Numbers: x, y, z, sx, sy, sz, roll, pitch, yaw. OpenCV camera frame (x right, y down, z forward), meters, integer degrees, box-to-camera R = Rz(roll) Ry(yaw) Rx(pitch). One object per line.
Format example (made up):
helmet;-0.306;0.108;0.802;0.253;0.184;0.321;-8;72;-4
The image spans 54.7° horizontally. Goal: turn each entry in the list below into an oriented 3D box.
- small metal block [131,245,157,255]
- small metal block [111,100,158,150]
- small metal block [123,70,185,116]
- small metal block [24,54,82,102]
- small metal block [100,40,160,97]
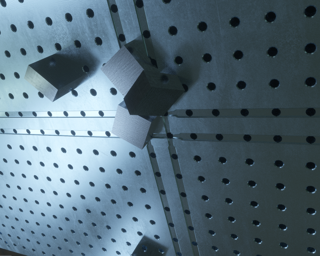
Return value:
small metal block;-0.031;0.256;0.584;0.050;0.025;0.050;25;127;12
small metal block;-0.035;-0.006;0.424;0.050;0.025;0.050;28;128;10
small metal block;-0.007;-0.040;0.370;0.050;0.050;0.025;-48;54;39
small metal block;-0.147;-0.070;0.427;0.050;0.050;0.025;40;129;0
small metal block;-0.037;-0.072;0.385;0.050;0.025;0.050;-34;100;38
